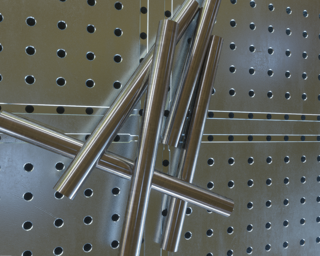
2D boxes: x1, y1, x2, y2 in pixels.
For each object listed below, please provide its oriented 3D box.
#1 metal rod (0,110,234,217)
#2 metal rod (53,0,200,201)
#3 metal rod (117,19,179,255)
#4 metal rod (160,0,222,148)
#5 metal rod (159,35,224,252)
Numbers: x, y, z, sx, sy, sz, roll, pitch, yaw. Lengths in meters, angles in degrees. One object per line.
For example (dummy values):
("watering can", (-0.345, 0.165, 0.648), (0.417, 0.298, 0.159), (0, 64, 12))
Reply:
("metal rod", (-0.044, 0.049, 0.380), (0.302, 0.025, 0.025), (23, 82, -13))
("metal rod", (-0.029, -0.050, 0.379), (0.025, 0.025, 0.300), (38, 69, -17))
("metal rod", (-0.014, 0.021, 0.361), (0.025, 0.025, 0.298), (11, 85, -20))
("metal rod", (0.055, -0.120, 0.426), (0.025, 0.025, 0.299), (18, 87, -20))
("metal rod", (0.045, 0.017, 0.430), (0.025, 0.025, 0.298), (15, 85, -20))
